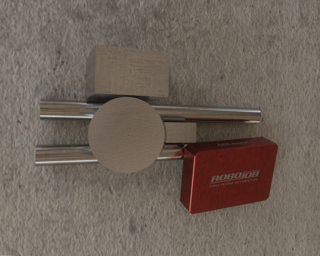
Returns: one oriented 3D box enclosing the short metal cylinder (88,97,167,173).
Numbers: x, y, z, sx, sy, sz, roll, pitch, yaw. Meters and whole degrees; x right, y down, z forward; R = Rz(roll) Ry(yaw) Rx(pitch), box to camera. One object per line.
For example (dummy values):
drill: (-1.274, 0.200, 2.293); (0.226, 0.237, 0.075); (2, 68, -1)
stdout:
short metal cylinder: (-0.034, 0.008, 0.347); (0.080, 0.050, 0.079); (0, 88, 3)

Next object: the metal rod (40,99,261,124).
metal rod: (0.003, -0.020, 0.412); (0.303, 0.025, 0.025); (1, 90, -21)

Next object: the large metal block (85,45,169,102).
large metal block: (-0.042, -0.060, 0.367); (0.081, 0.080, 0.050); (1, 90, -20)

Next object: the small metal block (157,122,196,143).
small metal block: (0.013, 0.005, 0.402); (0.050, 0.050, 0.025); (1, 90, -20)

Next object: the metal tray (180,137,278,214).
metal tray: (0.096, 0.063, 0.430); (0.131, 0.030, 0.089); (-4, 109, -22)

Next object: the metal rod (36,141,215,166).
metal rod: (-0.002, 0.031, 0.411); (0.303, 0.025, 0.025); (0, 90, -21)
